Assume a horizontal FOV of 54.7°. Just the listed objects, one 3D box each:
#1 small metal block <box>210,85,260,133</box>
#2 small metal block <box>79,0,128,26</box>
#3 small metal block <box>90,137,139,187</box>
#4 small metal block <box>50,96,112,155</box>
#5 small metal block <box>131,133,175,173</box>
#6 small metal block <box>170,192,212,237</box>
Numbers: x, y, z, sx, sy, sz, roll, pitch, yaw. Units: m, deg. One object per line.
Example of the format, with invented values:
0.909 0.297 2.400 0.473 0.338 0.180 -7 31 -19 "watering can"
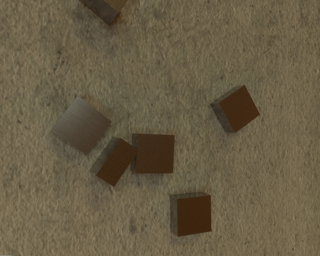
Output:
0.109 -0.027 0.451 0.050 0.025 0.050 -34 101 -17 "small metal block"
-0.069 -0.156 0.371 0.050 0.050 0.025 37 78 -17 "small metal block"
-0.057 0.039 0.376 0.025 0.050 0.050 37 78 -17 "small metal block"
-0.095 -0.003 0.374 0.050 0.025 0.050 38 78 -17 "small metal block"
-0.010 0.033 0.406 0.050 0.025 0.050 3 89 -20 "small metal block"
0.042 0.117 0.426 0.050 0.025 0.050 -1 91 -21 "small metal block"
